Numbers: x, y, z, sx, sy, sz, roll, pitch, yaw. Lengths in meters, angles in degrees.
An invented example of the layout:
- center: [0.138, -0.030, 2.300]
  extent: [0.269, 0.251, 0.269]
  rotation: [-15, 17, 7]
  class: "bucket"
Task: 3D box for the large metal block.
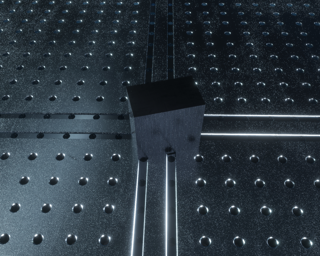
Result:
- center: [0.006, -0.012, 0.382]
  extent: [0.081, 0.080, 0.050]
  rotation: [-11, 51, -9]
  class: "large metal block"
